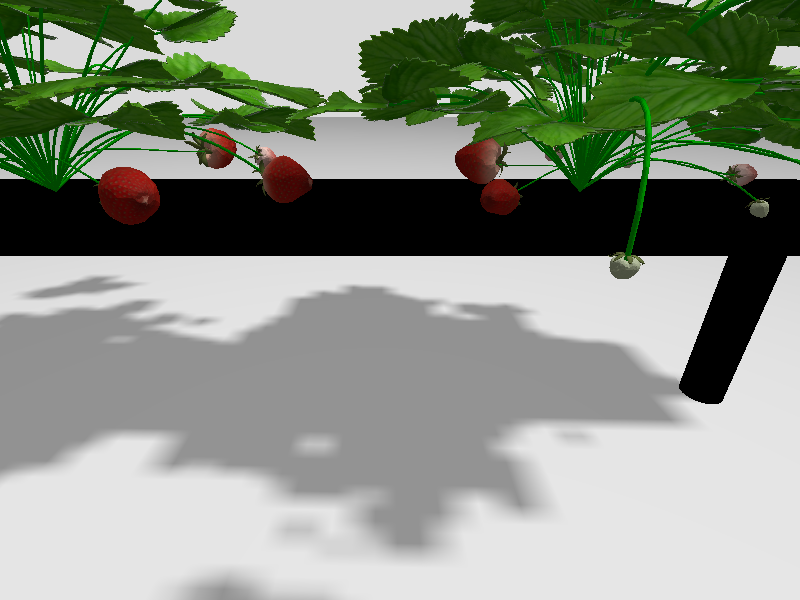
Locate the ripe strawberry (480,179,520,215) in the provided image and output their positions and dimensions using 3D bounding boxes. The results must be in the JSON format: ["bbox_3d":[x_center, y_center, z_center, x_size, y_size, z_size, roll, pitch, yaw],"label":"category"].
[{"bbox_3d":[0.064,-0.067,0.263,0.026,0.022,0.026,-23,34,-37],"label":"ripe strawberry"}]

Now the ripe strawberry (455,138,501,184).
[{"bbox_3d":[0.072,-0.131,0.377,0.043,0.043,0.040,14,29,27],"label":"ripe strawberry"}]

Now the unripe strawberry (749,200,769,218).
[{"bbox_3d":[0.236,-0.060,0.262,0.011,0.011,0.010,-22,-4,-37],"label":"unripe strawberry"}]

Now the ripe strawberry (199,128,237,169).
[{"bbox_3d":[-0.205,-0.172,0.454,0.038,0.043,0.041,16,30,30],"label":"ripe strawberry"}]

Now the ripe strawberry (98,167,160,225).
[{"bbox_3d":[-0.165,-0.064,0.247,0.035,0.035,0.033,19,32,33],"label":"ripe strawberry"}]

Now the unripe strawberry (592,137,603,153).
[{"bbox_3d":[0.235,-0.185,0.497,0.030,0.032,0.033,11,13,22],"label":"unripe strawberry"}]

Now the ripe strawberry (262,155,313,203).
[{"bbox_3d":[-0.083,-0.089,0.299,0.035,0.034,0.032,8,27,8],"label":"ripe strawberry"}]

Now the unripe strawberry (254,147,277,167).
[{"bbox_3d":[-0.151,-0.161,0.456,0.026,0.023,0.023,26,10,42],"label":"unripe strawberry"}]

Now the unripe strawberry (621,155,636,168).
[{"bbox_3d":[0.267,-0.162,0.468,0.015,0.015,0.013,19,32,34],"label":"unripe strawberry"}]

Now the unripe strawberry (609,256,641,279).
[{"bbox_3d":[0.090,-0.013,0.161,0.011,0.010,0.010,8,27,16],"label":"unripe strawberry"}]

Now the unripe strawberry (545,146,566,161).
[{"bbox_3d":[0.197,-0.188,0.511,0.025,0.021,0.025,6,11,11],"label":"unripe strawberry"}]
